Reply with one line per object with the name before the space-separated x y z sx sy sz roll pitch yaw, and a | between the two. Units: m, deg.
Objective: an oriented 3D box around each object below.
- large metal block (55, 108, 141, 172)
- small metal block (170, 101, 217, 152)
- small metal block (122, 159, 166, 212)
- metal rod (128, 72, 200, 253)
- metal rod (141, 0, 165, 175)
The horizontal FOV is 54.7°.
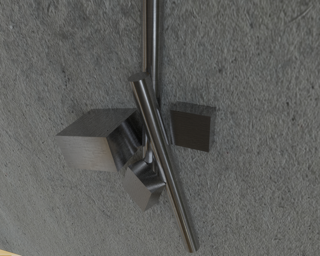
large metal block | -0.076 0.013 0.418 0.080 0.080 0.050 1 119 27
small metal block | 0.041 -0.002 0.383 0.050 0.025 0.050 11 123 21
small metal block | -0.024 0.080 0.431 0.050 0.025 0.050 45 139 24
metal rod | 0.014 0.066 0.420 0.025 0.025 0.298 1 125 27
metal rod | -0.011 -0.028 0.393 0.025 0.025 0.298 15 124 20
